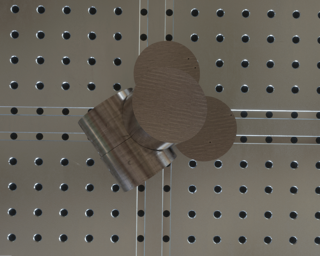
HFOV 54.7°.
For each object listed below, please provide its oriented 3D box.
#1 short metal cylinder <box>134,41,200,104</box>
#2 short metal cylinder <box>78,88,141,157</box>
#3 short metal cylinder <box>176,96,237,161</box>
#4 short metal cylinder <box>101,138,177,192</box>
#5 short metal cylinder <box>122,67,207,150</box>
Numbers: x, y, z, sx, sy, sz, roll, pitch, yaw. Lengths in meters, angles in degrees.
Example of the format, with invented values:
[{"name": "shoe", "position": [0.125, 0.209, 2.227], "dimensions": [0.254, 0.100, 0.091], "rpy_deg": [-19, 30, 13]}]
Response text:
[{"name": "short metal cylinder", "position": [0.008, -0.066, 0.400], "dimensions": [0.081, 0.050, 0.079], "rpy_deg": [0, 90, -1]}, {"name": "short metal cylinder", "position": [-0.053, -0.007, 0.385], "dimensions": [0.080, 0.080, 0.050], "rpy_deg": [-34, 90, 0]}, {"name": "short metal cylinder", "position": [0.053, 0.001, 0.401], "dimensions": [0.081, 0.050, 0.079], "rpy_deg": [0, 90, -1]}, {"name": "short metal cylinder", "position": [-0.026, 0.036, 0.385], "dimensions": [0.080, 0.080, 0.050], "rpy_deg": [-34, 90, 0]}, {"name": "short metal cylinder", "position": [0.004, -0.019, 0.337], "dimensions": [0.081, 0.050, 0.080], "rpy_deg": [4, 77, -17]}]
